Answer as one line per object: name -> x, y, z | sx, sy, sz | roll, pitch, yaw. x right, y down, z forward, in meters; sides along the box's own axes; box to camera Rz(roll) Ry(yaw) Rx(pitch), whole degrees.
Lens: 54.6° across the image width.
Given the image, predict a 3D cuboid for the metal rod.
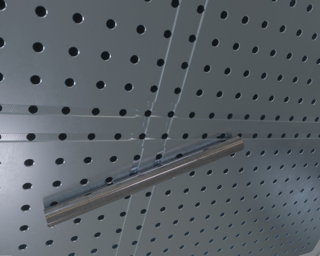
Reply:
metal rod -> -0.010, 0.070, 0.448 | 0.302, 0.025, 0.025 | -19, 126, -17
